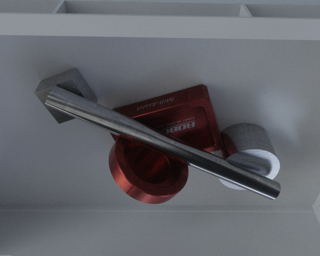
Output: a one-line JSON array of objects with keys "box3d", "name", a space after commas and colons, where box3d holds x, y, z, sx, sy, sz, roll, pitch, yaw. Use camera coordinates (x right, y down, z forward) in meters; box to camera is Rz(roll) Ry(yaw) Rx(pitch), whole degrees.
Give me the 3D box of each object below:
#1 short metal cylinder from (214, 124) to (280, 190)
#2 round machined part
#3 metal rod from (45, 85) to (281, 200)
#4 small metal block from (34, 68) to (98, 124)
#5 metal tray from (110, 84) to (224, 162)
[{"box3d": [0.117, 0.040, 0.427, 0.081, 0.050, 0.079, 0, 130, 0], "name": "short metal cylinder"}, {"box3d": [-0.017, 0.049, 0.384, 0.099, 0.098, 0.042, 22, 134, -18], "name": "round machined part"}, {"box3d": [0.014, 0.023, 0.373, 0.302, 0.025, 0.025, 24, 126, -12], "name": "metal rod"}, {"box3d": [-0.111, -0.038, 0.373, 0.050, 0.025, 0.050, -17, 128, 13], "name": "small metal block"}, {"box3d": [0.009, 0.003, 0.406, 0.130, 0.030, 0.090, -15, 129, 12], "name": "metal tray"}]
